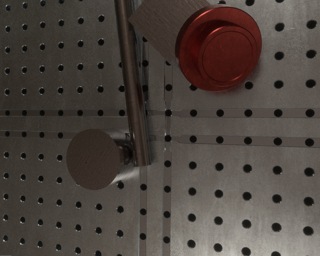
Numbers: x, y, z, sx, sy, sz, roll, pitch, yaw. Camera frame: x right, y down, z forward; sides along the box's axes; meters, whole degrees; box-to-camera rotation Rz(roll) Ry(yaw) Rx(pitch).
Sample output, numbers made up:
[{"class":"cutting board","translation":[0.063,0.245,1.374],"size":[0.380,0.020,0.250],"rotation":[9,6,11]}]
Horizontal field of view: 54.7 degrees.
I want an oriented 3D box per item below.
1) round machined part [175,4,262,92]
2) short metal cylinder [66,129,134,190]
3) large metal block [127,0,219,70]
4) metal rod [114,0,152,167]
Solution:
[{"class":"round machined part","translation":[0.069,-0.086,0.351],"size":[0.099,0.042,0.097],"rotation":[-5,120,-9]},{"class":"short metal cylinder","translation":[-0.080,0.041,0.426],"size":[0.080,0.050,0.079],"rotation":[0,90,19]},{"class":"large metal block","translation":[0.021,-0.133,0.391],"size":[0.080,0.050,0.080],"rotation":[-44,77,14]},{"class":"metal rod","translation":[-0.041,-0.097,0.426],"size":[0.025,0.025,0.298],"rotation":[-8,87,19]}]
